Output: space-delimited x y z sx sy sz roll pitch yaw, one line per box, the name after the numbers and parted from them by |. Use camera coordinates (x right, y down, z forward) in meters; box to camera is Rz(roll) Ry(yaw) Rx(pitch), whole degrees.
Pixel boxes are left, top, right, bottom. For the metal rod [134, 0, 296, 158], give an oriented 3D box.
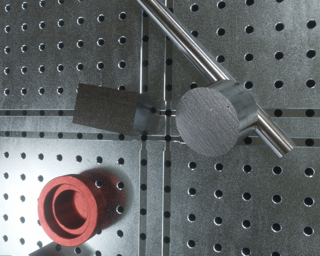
0.055 -0.085 0.392 0.025 0.025 0.300 -43 77 15 | metal rod

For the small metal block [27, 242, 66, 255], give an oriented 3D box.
-0.165 0.203 0.456 0.050 0.050 0.025 36 102 16 | small metal block

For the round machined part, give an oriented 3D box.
-0.122 0.114 0.445 0.098 0.042 0.097 0 90 19 | round machined part

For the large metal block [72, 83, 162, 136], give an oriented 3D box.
-0.052 -0.023 0.401 0.080 0.080 0.050 12 94 19 | large metal block

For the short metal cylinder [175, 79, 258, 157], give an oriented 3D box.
0.065 -0.013 0.360 0.080 0.050 0.079 15 116 35 | short metal cylinder
